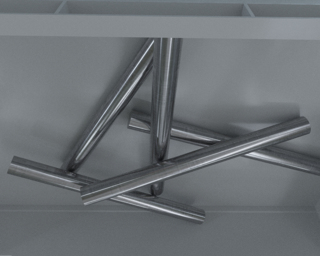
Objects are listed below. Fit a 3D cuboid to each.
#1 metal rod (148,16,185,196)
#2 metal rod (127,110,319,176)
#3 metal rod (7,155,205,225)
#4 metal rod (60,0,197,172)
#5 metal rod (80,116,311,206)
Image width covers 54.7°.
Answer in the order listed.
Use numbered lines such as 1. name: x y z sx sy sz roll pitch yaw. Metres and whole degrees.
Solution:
1. metal rod: 0.001 0.006 0.374 0.025 0.025 0.298 2 142 -2
2. metal rod: 0.104 0.025 0.430 0.302 0.025 0.025 14 129 -12
3. metal rod: -0.065 0.098 0.461 0.302 0.025 0.025 21 127 -20
4. metal rod: -0.056 -0.029 0.383 0.025 0.025 0.298 27 125 -21
5. metal rod: 0.048 0.041 0.399 0.302 0.025 0.025 -17 129 -4
